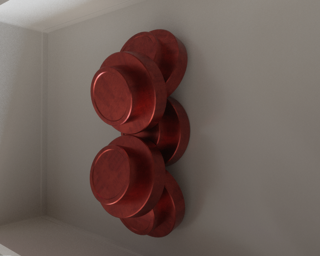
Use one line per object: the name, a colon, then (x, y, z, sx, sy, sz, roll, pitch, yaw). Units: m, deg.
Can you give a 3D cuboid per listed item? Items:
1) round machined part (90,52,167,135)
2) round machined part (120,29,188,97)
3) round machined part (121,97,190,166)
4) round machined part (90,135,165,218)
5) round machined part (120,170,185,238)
round machined part: (-0.044, -0.039, 0.363, 0.098, 0.042, 0.097, 12, 110, 37)
round machined part: (-0.017, -0.082, 0.394, 0.098, 0.042, 0.098, -15, 65, 35)
round machined part: (-0.013, 0.004, 0.405, 0.098, 0.042, 0.097, -1, 88, 40)
round machined part: (-0.045, 0.055, 0.364, 0.098, 0.042, 0.098, -11, 72, 37)
round machined part: (-0.020, 0.095, 0.393, 0.098, 0.042, 0.097, 15, 114, 36)
